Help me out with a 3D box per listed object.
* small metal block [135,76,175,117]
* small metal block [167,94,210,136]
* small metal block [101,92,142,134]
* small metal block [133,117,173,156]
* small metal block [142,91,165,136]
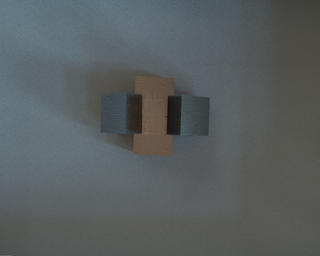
[{"bbox_3d":[-0.007,-0.040,0.409,0.050,0.025,0.050,3,90,-1],"label":"small metal block"},{"bbox_3d":[0.037,-0.016,0.398,0.050,0.025,0.050,1,91,-39],"label":"small metal block"},{"bbox_3d":[-0.050,-0.018,0.395,0.050,0.025,0.050,1,90,43],"label":"small metal block"},{"bbox_3d":[-0.008,0.010,0.409,0.050,0.025,0.050,3,90,0],"label":"small metal block"},{"bbox_3d":[-0.007,-0.016,0.371,0.025,0.050,0.050,1,90,-1],"label":"small metal block"}]
